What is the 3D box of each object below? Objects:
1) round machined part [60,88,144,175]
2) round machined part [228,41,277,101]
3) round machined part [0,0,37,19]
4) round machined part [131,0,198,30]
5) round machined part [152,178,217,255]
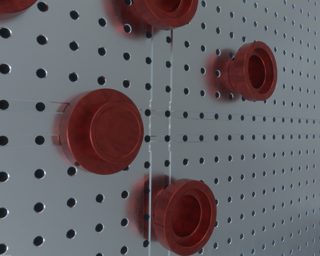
[{"bbox_3d":[-0.057,0.004,0.349,0.099,0.042,0.097,0,90,-40],"label":"round machined part"},{"bbox_3d":[0.154,-0.094,0.525,0.099,0.042,0.097,0,90,-40],"label":"round machined part"},{"bbox_3d":[-0.149,-0.151,0.273,0.099,0.042,0.097,0,90,-40],"label":"round machined part"},{"bbox_3d":[0.000,-0.174,0.397,0.099,0.042,0.097,0,90,-40],"label":"round machined part"},{"bbox_3d":[0.029,0.117,0.422,0.099,0.042,0.097,0,90,-40],"label":"round machined part"}]
